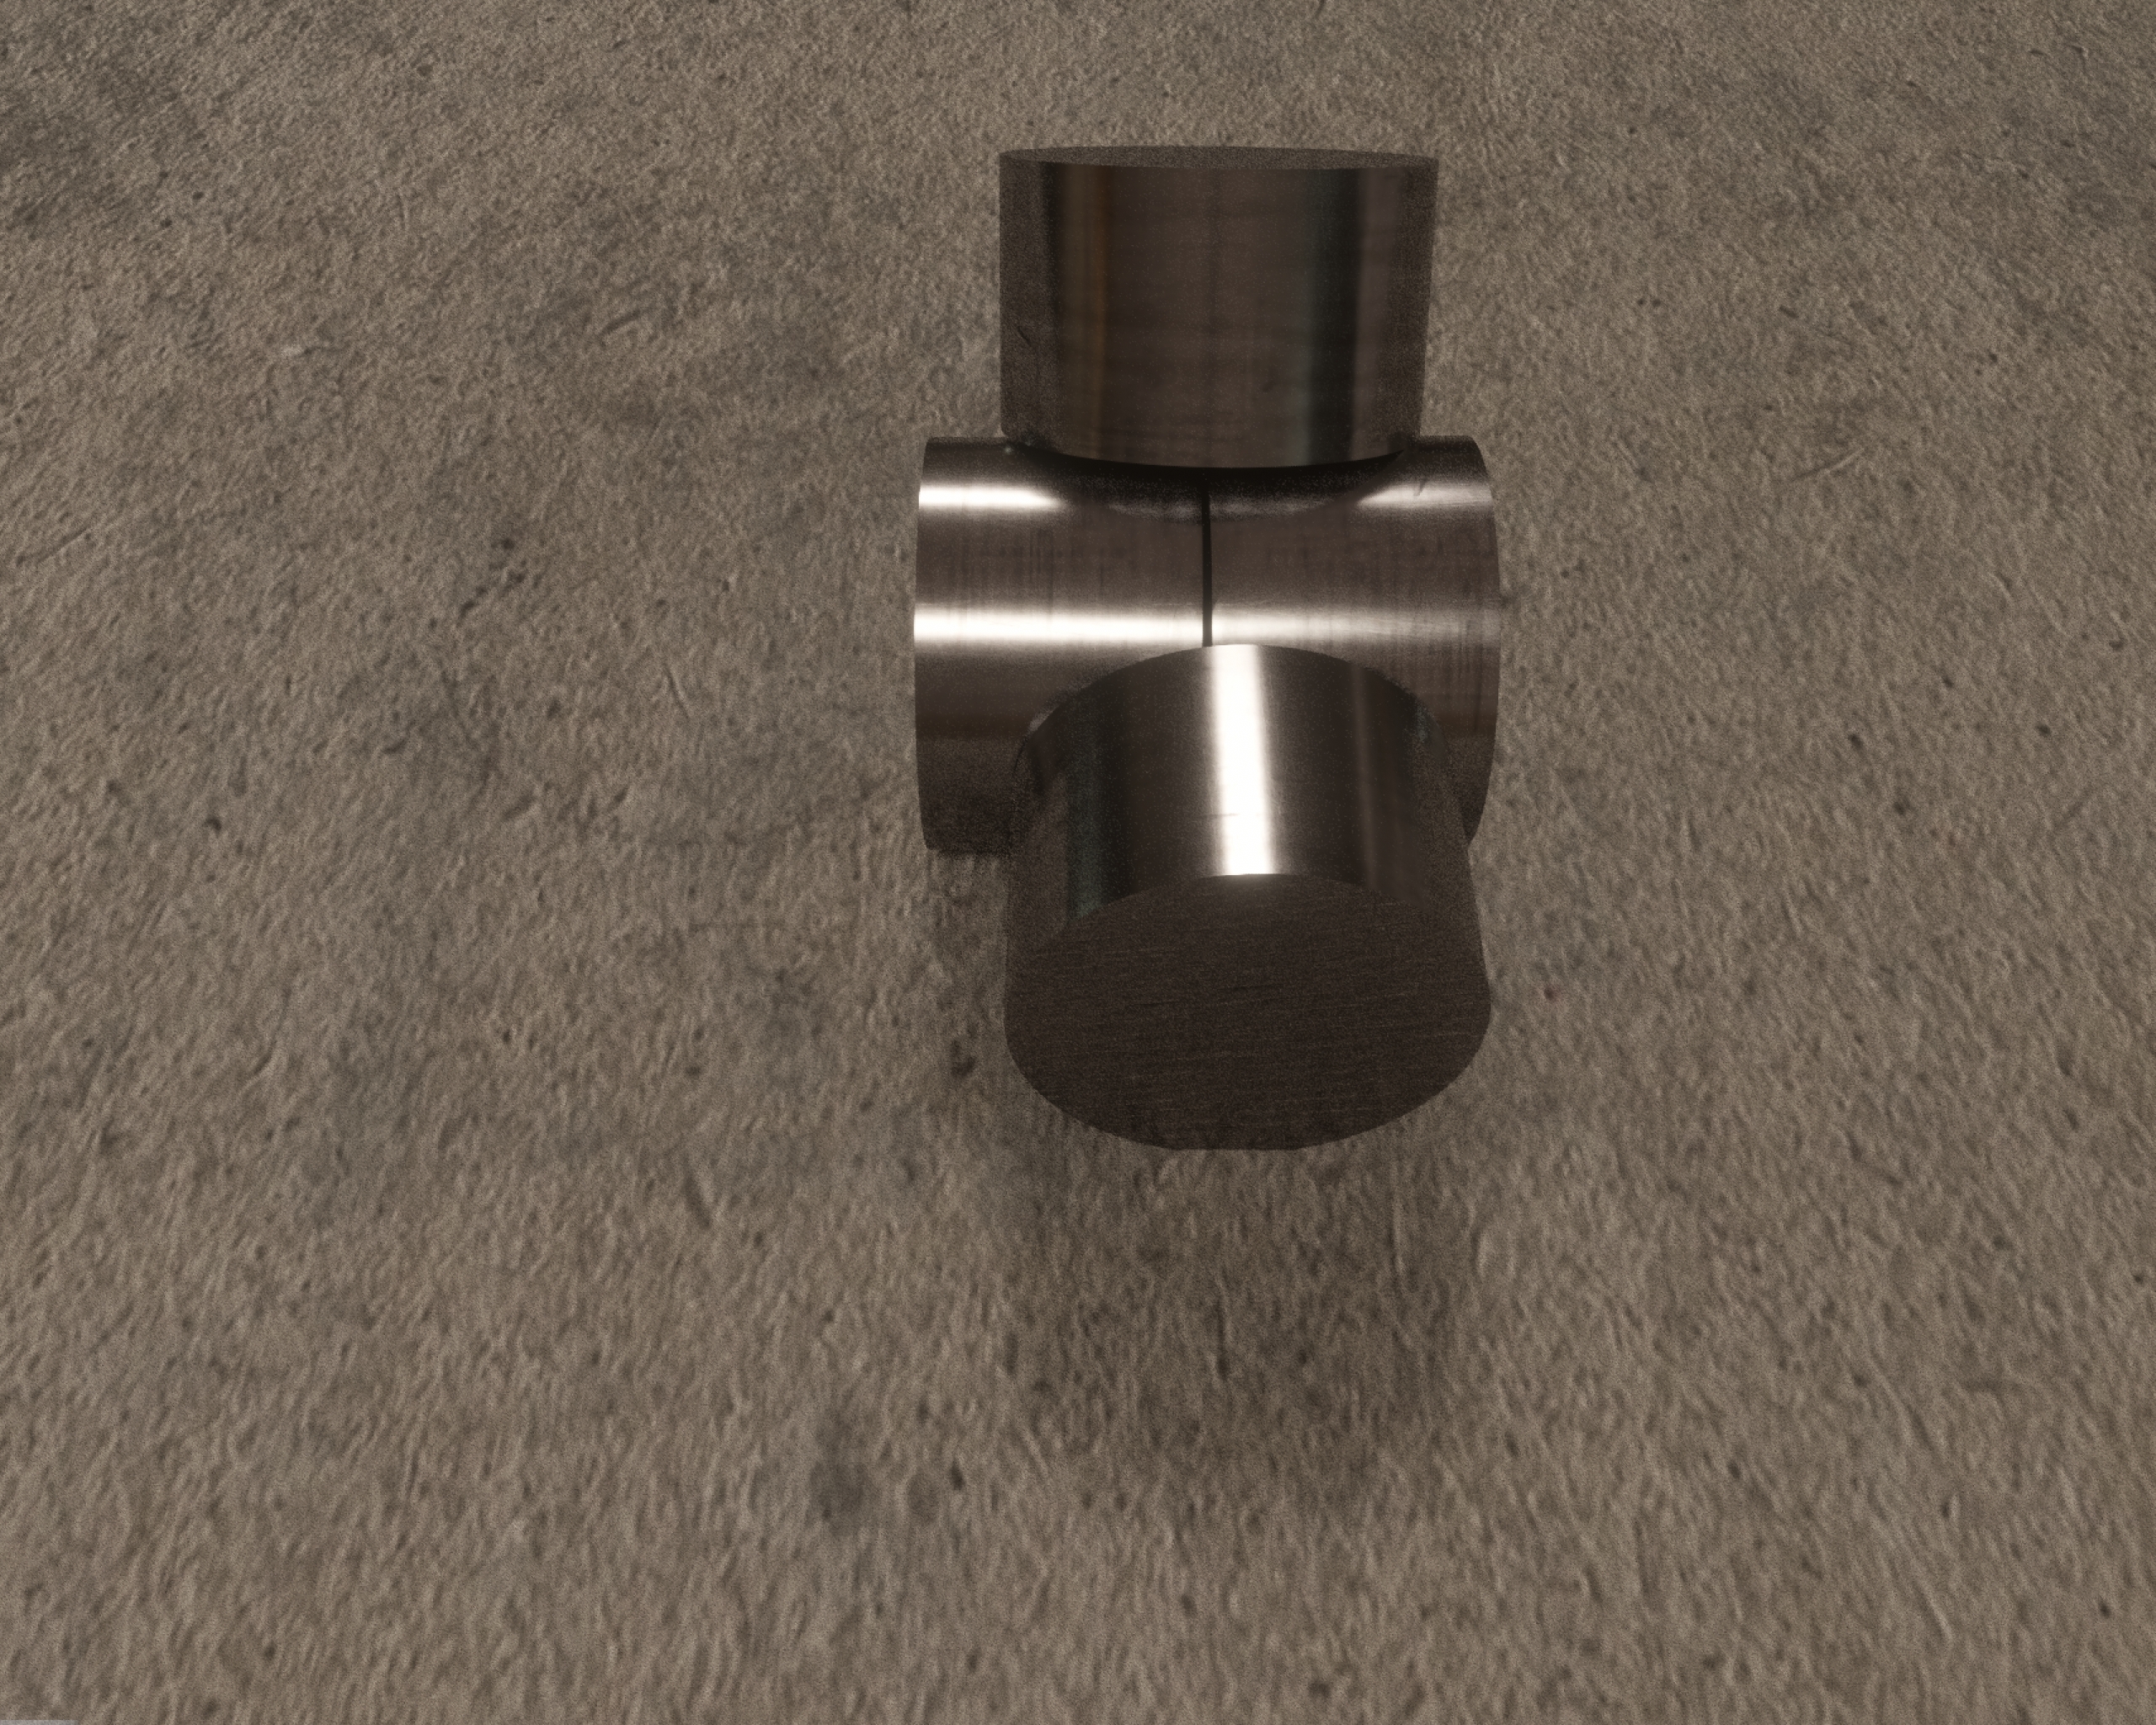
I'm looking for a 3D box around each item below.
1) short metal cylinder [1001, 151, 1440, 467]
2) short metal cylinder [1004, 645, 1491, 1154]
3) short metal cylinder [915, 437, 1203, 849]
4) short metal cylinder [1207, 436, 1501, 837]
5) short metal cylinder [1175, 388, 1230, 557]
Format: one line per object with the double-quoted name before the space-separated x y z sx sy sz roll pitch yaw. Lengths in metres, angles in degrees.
"short metal cylinder" 0.026 -0.107 0.393 0.081 0.050 0.080 1 22 0
"short metal cylinder" 0.028 0.008 0.363 0.081 0.080 0.050 0 50 0
"short metal cylinder" -0.003 -0.042 0.405 0.050 0.080 0.080 1 50 0
"short metal cylinder" 0.049 -0.042 0.404 0.050 0.080 0.080 0 50 0
"short metal cylinder" 0.031 -0.093 0.468 0.081 0.050 0.080 0 50 0
